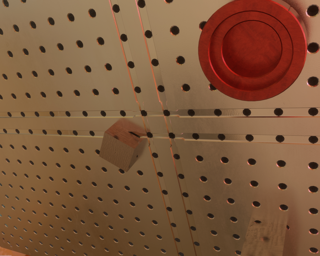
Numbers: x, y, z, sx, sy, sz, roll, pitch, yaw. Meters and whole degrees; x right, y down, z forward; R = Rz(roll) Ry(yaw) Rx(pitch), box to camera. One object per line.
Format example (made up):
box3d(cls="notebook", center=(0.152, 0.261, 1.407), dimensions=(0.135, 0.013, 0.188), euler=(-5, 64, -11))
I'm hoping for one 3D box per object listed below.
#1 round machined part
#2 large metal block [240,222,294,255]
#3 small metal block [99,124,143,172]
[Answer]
box3d(cls="round machined part", center=(0.091, -0.079, 0.303), dimensions=(0.098, 0.042, 0.097), euler=(13, 124, 21))
box3d(cls="large metal block", center=(0.146, 0.186, 0.414), dimensions=(0.050, 0.080, 0.080), euler=(-6, 115, 31))
box3d(cls="small metal block", center=(-0.059, 0.030, 0.461), dimensions=(0.050, 0.025, 0.050), euler=(28, 128, 10))
